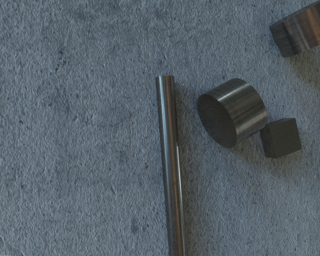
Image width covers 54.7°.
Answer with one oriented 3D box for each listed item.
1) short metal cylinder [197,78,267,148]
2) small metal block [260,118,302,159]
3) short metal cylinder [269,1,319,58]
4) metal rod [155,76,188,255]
[{"bbox_3d":[0.094,-0.020,0.414,0.050,0.080,0.080,-29,100,-18],"label":"short metal cylinder"},{"bbox_3d":[0.185,0.015,0.477,0.050,0.025,0.050,-16,96,-19],"label":"small metal block"},{"bbox_3d":[0.210,-0.146,0.457,0.080,0.080,0.050,-33,101,-17],"label":"short metal cylinder"},{"bbox_3d":[0.018,0.081,0.415,0.025,0.025,0.298,-5,92,-20],"label":"metal rod"}]
